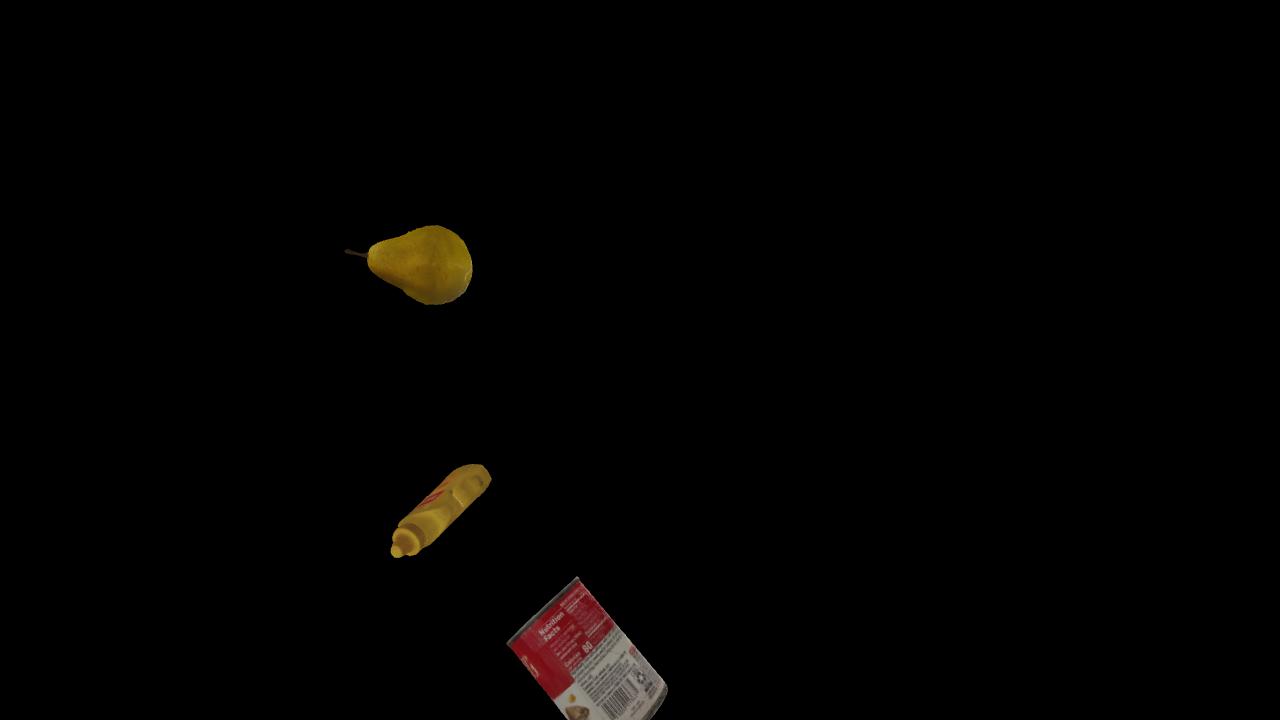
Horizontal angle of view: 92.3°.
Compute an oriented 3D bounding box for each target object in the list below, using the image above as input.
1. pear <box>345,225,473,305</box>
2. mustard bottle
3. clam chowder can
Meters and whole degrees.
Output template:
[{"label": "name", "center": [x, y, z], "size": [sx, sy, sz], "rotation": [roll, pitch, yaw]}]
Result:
[{"label": "pear", "center": [-0.222, -0.093, 0.598], "size": [0.111, 0.080, 0.080], "rotation": [-6, 4, -41]}, {"label": "mustard bottle", "center": [-0.288, 0.217, 0.867], "size": [0.092, 0.054, 0.184], "rotation": [-22, 12, 22]}, {"label": "clam chowder can", "center": [-0.037, 0.218, 0.442], "size": [0.068, 0.102, 0.068], "rotation": [-42, -12, -11]}]
